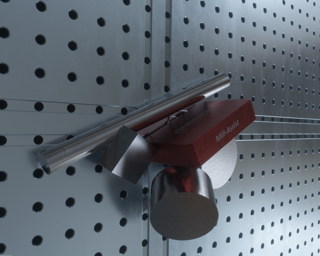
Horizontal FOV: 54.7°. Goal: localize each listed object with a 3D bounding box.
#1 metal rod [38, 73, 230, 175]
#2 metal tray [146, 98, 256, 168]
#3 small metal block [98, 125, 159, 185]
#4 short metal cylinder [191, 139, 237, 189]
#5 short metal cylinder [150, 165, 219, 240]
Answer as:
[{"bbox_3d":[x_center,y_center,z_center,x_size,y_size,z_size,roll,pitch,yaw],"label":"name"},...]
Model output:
[{"bbox_3d":[-0.008,-0.020,0.398,0.302,0.025,0.025,-27,107,-37],"label":"metal rod"},{"bbox_3d":[0.053,0.002,0.406,0.131,0.090,0.030,-33,111,-35],"label":"metal tray"},{"bbox_3d":[-0.035,0.032,0.359,0.050,0.025,0.050,-56,143,-7],"label":"small metal block"},{"bbox_3d":[0.065,0.040,0.436,0.081,0.050,0.079,-11,106,-42],"label":"short metal cylinder"},{"bbox_3d":[0.028,0.092,0.384,0.080,0.080,0.050,55,17,-26],"label":"short metal cylinder"}]
